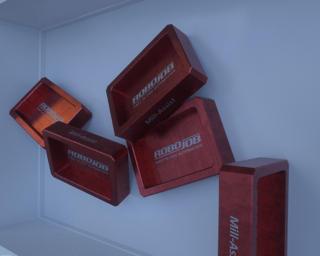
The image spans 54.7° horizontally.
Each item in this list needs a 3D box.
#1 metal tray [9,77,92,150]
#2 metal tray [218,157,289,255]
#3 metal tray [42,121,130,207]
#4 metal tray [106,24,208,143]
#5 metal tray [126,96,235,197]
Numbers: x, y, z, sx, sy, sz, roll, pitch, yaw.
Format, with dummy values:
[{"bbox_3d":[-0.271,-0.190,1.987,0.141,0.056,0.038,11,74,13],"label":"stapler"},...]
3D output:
[{"bbox_3d":[-0.188,-0.024,0.525,0.130,0.030,0.090,33,77,34],"label":"metal tray"},{"bbox_3d":[0.090,0.096,0.289,0.030,0.091,0.129,1,91,40],"label":"metal tray"},{"bbox_3d":[-0.107,0.050,0.448,0.130,0.030,0.089,18,126,25],"label":"metal tray"},{"bbox_3d":[-0.011,-0.053,0.386,0.130,0.030,0.090,-40,48,27],"label":"metal tray"},{"bbox_3d":[0.019,0.027,0.385,0.130,0.030,0.090,-26,74,36],"label":"metal tray"}]
